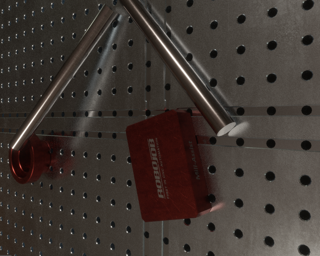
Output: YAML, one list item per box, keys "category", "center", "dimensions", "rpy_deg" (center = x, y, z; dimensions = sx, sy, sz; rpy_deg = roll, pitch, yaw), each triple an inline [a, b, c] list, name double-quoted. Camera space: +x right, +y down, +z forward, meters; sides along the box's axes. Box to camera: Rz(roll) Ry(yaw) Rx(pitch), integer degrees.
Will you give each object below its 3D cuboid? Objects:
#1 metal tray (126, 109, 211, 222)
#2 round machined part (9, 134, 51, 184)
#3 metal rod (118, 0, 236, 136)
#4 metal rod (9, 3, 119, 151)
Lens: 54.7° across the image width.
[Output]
- category: "metal tray"
  center: [0.007, 0.050, 0.398]
  dimensions: [0.090, 0.030, 0.129]
  rpy_deg: [-19, 78, 38]
- category: "round machined part"
  center: [-0.250, 0.057, 0.600]
  dimensions: [0.098, 0.042, 0.097]
  rpy_deg: [0, 90, 39]
- category: "metal rod"
  center: [0.000, -0.114, 0.407]
  dimensions: [0.025, 0.025, 0.299]
  rpy_deg: [-47, 62, 29]
- category: "metal rod"
  center: [-0.167, -0.074, 0.514]
  dimensions: [0.299, 0.025, 0.025]
  rpy_deg: [-48, 61, 18]
